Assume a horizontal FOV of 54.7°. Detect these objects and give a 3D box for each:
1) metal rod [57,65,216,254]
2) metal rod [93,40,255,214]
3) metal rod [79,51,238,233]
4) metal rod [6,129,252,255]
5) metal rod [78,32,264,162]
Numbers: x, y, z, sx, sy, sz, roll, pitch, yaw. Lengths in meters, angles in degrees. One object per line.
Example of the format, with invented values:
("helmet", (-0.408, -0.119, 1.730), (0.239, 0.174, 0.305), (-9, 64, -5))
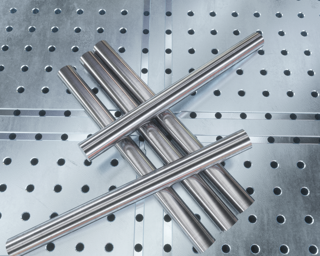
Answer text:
("metal rod", (-0.039, 0.030, 0.400), (0.025, 0.025, 0.300), (-37, 75, -13))
("metal rod", (0.009, -0.011, 0.416), (0.025, 0.025, 0.300), (-39, 75, -13))
("metal rod", (-0.011, 0.008, 0.408), (0.025, 0.025, 0.300), (-37, 75, -13))
("metal rod", (-0.035, 0.076, 0.361), (0.301, 0.025, 0.025), (-25, 72, -1))
("metal rod", (0.029, -0.051, 0.409), (0.302, 0.025, 0.025), (-34, 74, -20))
